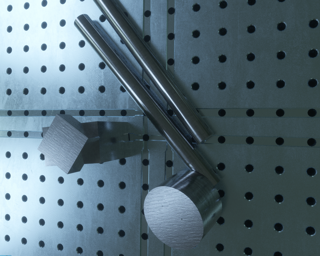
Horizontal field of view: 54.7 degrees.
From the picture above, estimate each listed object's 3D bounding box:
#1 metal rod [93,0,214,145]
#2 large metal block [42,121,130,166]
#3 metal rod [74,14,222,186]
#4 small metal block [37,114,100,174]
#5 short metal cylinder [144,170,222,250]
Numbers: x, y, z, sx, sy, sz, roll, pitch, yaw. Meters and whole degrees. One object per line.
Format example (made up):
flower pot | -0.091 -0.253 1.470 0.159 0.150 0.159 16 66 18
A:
metal rod | -0.027 -0.106 0.421 0.025 0.025 0.299 -39 78 16
large metal block | -0.096 0.020 0.417 0.080 0.080 0.050 -6 88 20
metal rod | -0.023 -0.042 0.420 0.025 0.025 0.300 -42 77 15
small metal block | -0.108 0.018 0.365 0.050 0.025 0.050 35 101 16
short metal cylinder | 0.028 0.098 0.376 0.080 0.050 0.079 11 111 32
